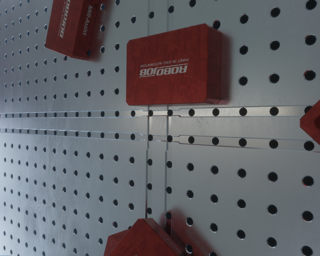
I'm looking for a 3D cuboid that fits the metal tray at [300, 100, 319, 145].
[{"bbox_3d":[0.194,0.009,0.246,0.130,0.030,0.090,52,120,27],"label":"metal tray"}]

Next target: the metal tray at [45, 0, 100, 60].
[{"bbox_3d":[-0.150,-0.191,0.532,0.090,0.030,0.129,26,106,37],"label":"metal tray"}]

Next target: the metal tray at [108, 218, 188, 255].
[{"bbox_3d":[-0.003,0.188,0.383,0.130,0.030,0.090,40,94,27],"label":"metal tray"}]

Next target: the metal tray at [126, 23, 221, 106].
[{"bbox_3d":[0.013,-0.074,0.397,0.130,0.030,0.090,2,91,40],"label":"metal tray"}]

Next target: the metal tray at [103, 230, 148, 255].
[{"bbox_3d":[-0.029,0.216,0.431,0.130,0.030,0.089,24,105,37],"label":"metal tray"}]
